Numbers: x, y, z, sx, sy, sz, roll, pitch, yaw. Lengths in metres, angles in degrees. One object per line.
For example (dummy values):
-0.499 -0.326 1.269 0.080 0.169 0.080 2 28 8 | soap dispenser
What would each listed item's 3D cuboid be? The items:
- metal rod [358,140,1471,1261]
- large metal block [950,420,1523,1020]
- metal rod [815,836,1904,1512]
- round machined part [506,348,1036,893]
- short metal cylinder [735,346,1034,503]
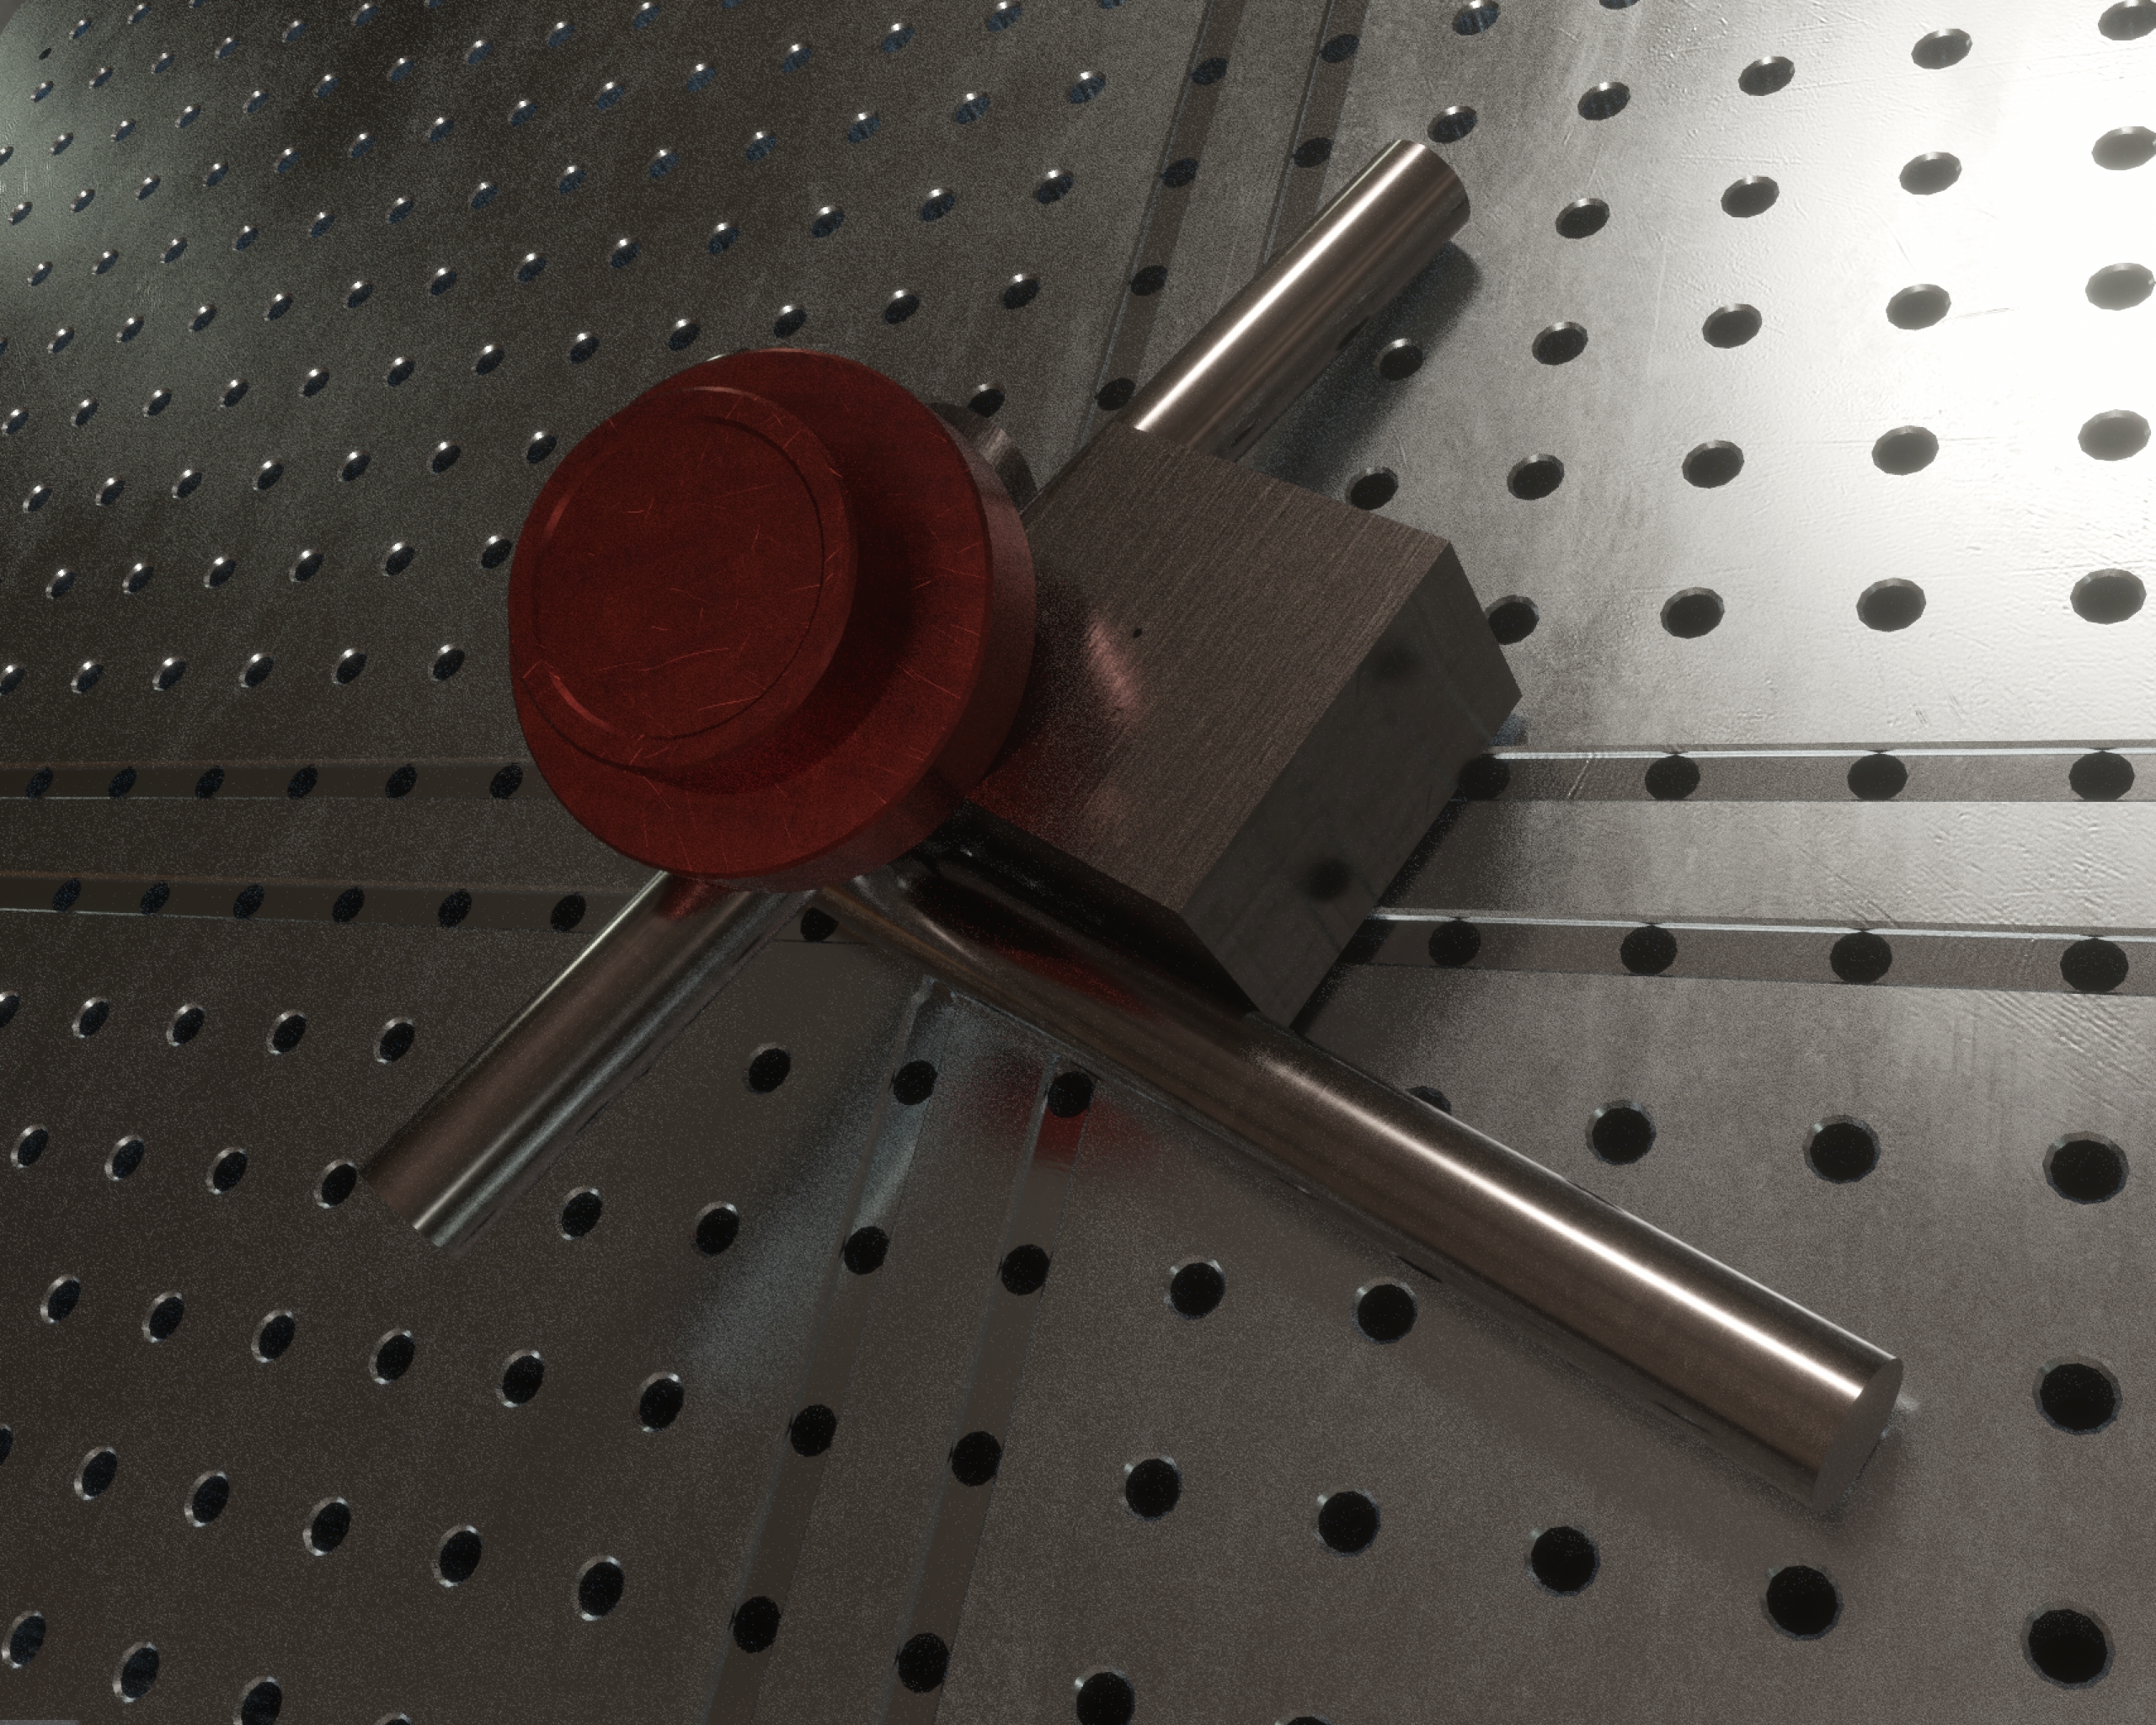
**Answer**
-0.023 -0.042 0.420 0.025 0.025 0.301 31 71 37 | metal rod
0.022 -0.027 0.391 0.080 0.050 0.080 29 77 37 | large metal block
0.005 0.026 0.387 0.300 0.025 0.025 28 77 37 | metal rod
-0.061 -0.045 0.371 0.098 0.042 0.097 -3 80 20 | round machined part
-0.053 -0.063 0.437 0.050 0.080 0.080 28 77 37 | short metal cylinder
